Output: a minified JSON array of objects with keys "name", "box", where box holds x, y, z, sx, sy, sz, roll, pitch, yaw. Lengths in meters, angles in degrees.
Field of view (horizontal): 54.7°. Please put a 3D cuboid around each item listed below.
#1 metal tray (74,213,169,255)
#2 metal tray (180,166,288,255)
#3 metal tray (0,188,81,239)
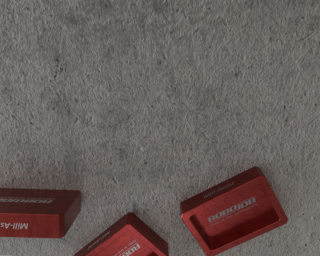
[{"name":"metal tray","box":[-0.062,0.201,0.480,0.130,0.030,0.090,-40,106,13]},{"name":"metal tray","box":[0.106,0.124,0.453,0.130,0.030,0.090,-29,108,10]},{"name":"metal tray","box":[-0.180,0.110,0.411,0.131,0.090,0.030,2,97,-1]}]
